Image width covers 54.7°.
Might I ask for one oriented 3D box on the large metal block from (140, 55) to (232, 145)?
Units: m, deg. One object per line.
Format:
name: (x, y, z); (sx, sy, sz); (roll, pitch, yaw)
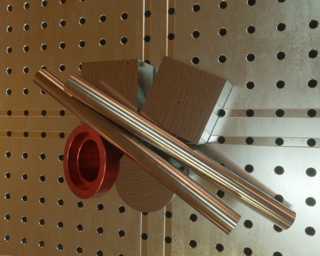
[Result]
large metal block: (0.032, -0.033, 0.383); (0.080, 0.050, 0.080); (26, 98, 18)

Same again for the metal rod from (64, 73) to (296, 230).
metal rod: (0.021, 0.026, 0.361); (0.301, 0.025, 0.025); (32, 101, 2)

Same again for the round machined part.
round machined part: (-0.086, 0.044, 0.418); (0.098, 0.042, 0.097); (-4, 84, 43)

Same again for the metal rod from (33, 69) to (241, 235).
metal rod: (-0.038, 0.018, 0.367); (0.300, 0.025, 0.025); (36, 102, 15)

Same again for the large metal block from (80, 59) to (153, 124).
large metal block: (-0.056, -0.045, 0.412); (0.080, 0.050, 0.079); (1, 90, 20)

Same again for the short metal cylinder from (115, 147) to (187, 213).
short metal cylinder: (-0.010, 0.062, 0.398); (0.080, 0.050, 0.079); (0, 90, 20)
